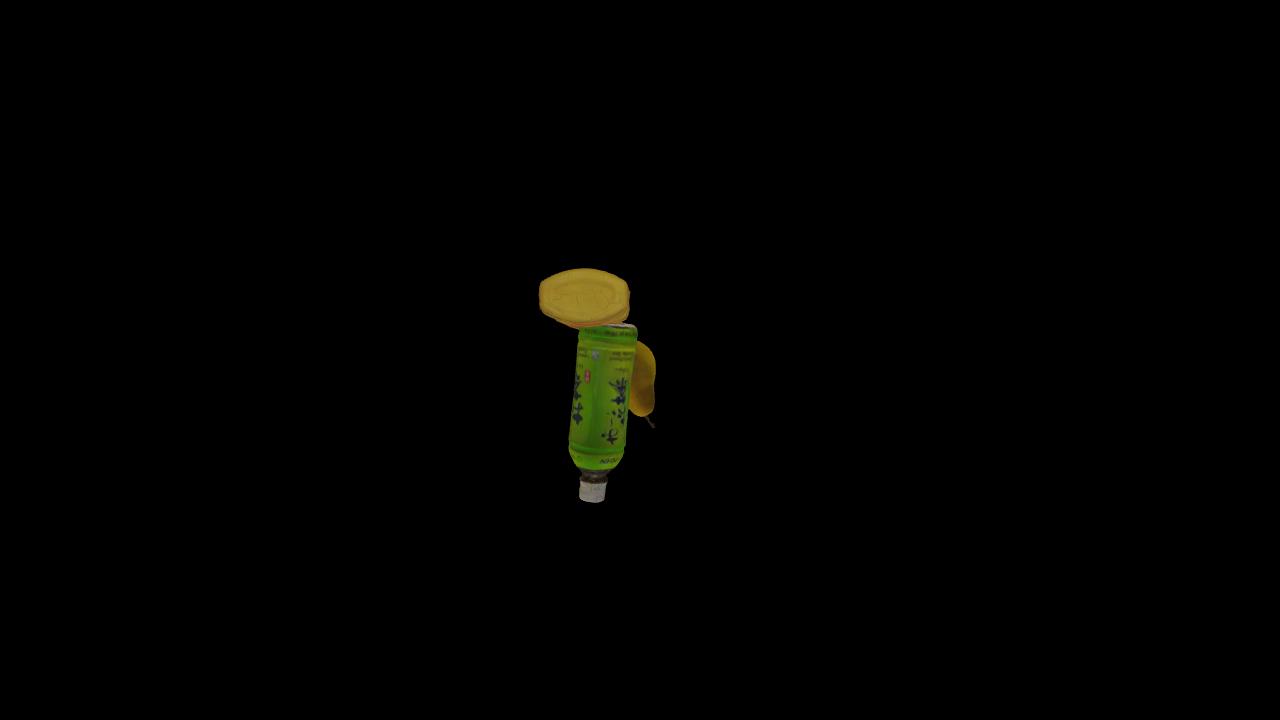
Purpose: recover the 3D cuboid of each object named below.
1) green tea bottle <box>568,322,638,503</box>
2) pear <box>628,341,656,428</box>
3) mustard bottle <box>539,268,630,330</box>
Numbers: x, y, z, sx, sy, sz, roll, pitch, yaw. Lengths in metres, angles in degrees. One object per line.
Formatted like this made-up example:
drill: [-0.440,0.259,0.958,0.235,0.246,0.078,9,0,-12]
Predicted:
green tea bottle: [-0.046,0.060,0.720,0.073,0.212,0.073,4,7,-1]
pear: [-0.009,0.033,0.762,0.080,0.111,0.080,-21,-11,-4]
mustard bottle: [-0.056,-0.061,0.692,0.092,0.054,0.184,-7,-2,-1]
